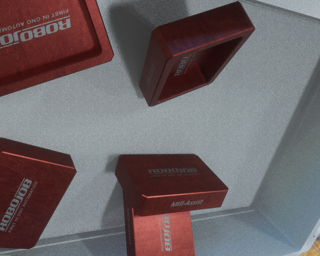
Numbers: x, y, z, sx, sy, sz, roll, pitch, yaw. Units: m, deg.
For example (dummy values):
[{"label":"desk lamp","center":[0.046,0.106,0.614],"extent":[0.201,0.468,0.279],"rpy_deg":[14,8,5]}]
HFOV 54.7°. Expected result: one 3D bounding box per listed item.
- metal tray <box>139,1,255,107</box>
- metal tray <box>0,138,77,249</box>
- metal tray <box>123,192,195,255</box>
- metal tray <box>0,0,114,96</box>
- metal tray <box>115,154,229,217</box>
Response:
[{"label":"metal tray","center":[0.030,-0.070,0.327],"extent":[0.091,0.030,0.130],"rpy_deg":[-22,170,-14]},{"label":"metal tray","center":[-0.169,0.082,0.364],"extent":[0.091,0.030,0.129],"rpy_deg":[21,107,-37]},{"label":"metal tray","center":[-0.002,0.132,0.436],"extent":[0.091,0.030,0.129],"rpy_deg":[2,74,-30]},{"label":"metal tray","center":[-0.117,-0.086,0.275],"extent":[0.131,0.030,0.090],"rpy_deg":[-20,127,-7]},{"label":"metal tray","center":[0.015,0.072,0.421],"extent":[0.131,0.090,0.030],"rpy_deg":[2,117,-30]}]
